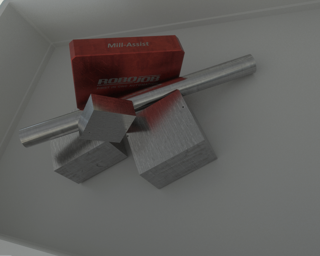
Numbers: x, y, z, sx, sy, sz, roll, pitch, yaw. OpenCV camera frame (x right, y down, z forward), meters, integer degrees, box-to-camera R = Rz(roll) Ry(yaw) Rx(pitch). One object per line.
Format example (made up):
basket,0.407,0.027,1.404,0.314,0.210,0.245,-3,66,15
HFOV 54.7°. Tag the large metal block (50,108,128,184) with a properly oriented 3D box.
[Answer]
large metal block,-0.101,0.017,0.426,0.080,0.050,0.080,-29,52,9

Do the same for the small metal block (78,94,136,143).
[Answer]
small metal block,-0.063,-0.010,0.363,0.050,0.050,0.025,-55,40,38

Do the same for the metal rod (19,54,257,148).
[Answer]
metal rod,-0.026,-0.035,0.390,0.302,0.025,0.025,-18,53,-2

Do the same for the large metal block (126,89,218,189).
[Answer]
large metal block,0.010,0.014,0.373,0.080,0.050,0.080,-29,52,9

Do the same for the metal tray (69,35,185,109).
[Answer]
metal tray,-0.042,-0.068,0.390,0.131,0.089,0.030,-7,54,-14
